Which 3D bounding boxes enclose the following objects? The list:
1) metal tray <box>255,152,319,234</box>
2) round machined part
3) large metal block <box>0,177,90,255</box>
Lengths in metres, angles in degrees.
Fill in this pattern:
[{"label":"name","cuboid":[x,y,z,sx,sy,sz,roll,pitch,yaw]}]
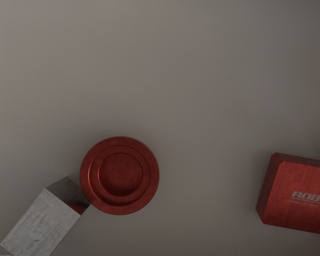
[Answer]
[{"label":"metal tray","cuboid":[0.201,0.088,0.400,0.131,0.030,0.089,11,106,-1]},{"label":"round machined part","cuboid":[-0.050,0.059,0.402,0.099,0.042,0.097,0,90,-1]},{"label":"large metal block","cuboid":[-0.132,0.113,0.382,0.050,0.080,0.080,38,90,-1]}]
